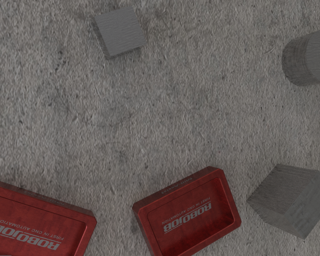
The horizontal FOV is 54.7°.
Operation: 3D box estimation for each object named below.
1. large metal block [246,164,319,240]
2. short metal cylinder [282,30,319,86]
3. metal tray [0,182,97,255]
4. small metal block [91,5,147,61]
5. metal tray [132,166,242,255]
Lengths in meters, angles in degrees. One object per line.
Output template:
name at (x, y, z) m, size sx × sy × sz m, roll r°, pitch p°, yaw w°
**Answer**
large metal block at (0.189, 0.102, 0.450) m, size 0.080 × 0.080 × 0.050 m, roll -45°, pitch 104°, yaw -15°
short metal cylinder at (0.240, -0.108, 0.485) m, size 0.081 × 0.050 × 0.080 m, roll 0°, pitch 90°, yaw -20°
metal tray at (-0.150, 0.122, 0.351) m, size 0.131 × 0.030 × 0.090 m, roll 25°, pitch 82°, yaw -19°
small metal block at (-0.052, -0.119, 0.390) m, size 0.050 × 0.025 × 0.050 m, roll -25°, pitch 98°, yaw -19°
metal tray at (0.039, 0.119, 0.421) m, size 0.131 × 0.030 × 0.090 m, roll -23°, pitch 98°, yaw -19°
